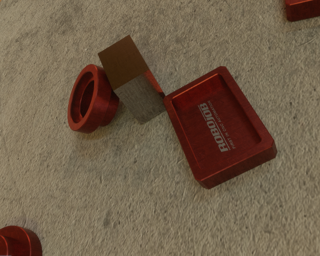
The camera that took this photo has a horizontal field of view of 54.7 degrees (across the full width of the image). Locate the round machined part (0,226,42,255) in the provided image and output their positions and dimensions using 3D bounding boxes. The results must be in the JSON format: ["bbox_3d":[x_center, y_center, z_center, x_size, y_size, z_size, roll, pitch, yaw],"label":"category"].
[{"bbox_3d":[-0.203,0.173,0.391,0.098,0.042,0.098,-13,56,20],"label":"round machined part"}]

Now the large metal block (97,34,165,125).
[{"bbox_3d":[-0.034,-0.065,0.423,0.050,0.080,0.080,-30,52,4],"label":"large metal block"}]

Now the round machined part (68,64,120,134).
[{"bbox_3d":[-0.093,-0.039,0.447,0.098,0.042,0.098,-24,59,48],"label":"round machined part"}]

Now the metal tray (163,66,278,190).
[{"bbox_3d":[0.065,-0.005,0.368,0.090,0.030,0.130,-28,52,10],"label":"metal tray"}]

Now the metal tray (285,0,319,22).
[{"bbox_3d":[0.230,-0.192,0.397,0.130,0.030,0.090,-5,59,25],"label":"metal tray"}]
